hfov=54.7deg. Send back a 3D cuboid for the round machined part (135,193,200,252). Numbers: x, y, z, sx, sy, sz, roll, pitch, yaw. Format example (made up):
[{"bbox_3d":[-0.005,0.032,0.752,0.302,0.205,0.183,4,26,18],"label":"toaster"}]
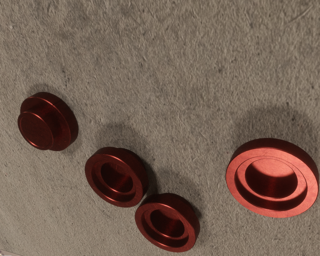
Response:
[{"bbox_3d":[0.015,0.138,0.472,0.098,0.042,0.097,13,124,20],"label":"round machined part"}]

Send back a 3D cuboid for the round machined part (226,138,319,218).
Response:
[{"bbox_3d":[0.130,0.053,0.360,0.098,0.042,0.097,13,124,20],"label":"round machined part"}]

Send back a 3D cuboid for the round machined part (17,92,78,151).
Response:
[{"bbox_3d":[-0.182,-0.004,0.487,0.098,0.042,0.097,13,124,20],"label":"round machined part"}]

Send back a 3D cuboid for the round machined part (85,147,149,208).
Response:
[{"bbox_3d":[-0.060,0.069,0.469,0.098,0.042,0.097,13,124,20],"label":"round machined part"}]
